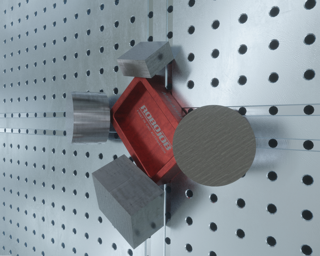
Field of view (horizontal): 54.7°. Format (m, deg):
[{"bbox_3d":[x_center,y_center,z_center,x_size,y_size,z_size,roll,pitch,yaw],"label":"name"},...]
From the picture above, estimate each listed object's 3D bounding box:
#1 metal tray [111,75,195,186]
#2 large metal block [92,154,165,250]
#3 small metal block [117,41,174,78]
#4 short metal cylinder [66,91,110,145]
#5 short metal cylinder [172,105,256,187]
[{"bbox_3d":[-0.010,0.000,0.413,0.090,0.030,0.130,-49,61,29],"label":"metal tray"},{"bbox_3d":[-0.041,0.095,0.404,0.080,0.050,0.079,38,144,33],"label":"large metal block"},{"bbox_3d":[-0.019,-0.090,0.405,0.050,0.050,0.025,12,135,39],"label":"small metal block"},{"bbox_3d":[-0.110,-0.015,0.465,0.080,0.050,0.079,180,90,-65],"label":"short metal cylinder"},{"bbox_3d":[0.058,0.017,0.325,0.080,0.050,0.079,0,90,13],"label":"short metal cylinder"}]
